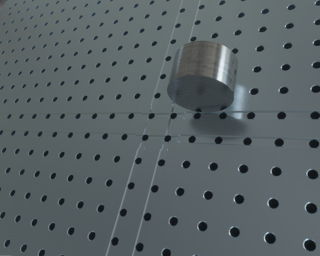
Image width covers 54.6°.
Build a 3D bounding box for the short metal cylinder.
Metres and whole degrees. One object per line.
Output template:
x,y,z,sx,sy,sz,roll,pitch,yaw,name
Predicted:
0.053,-0.061,0.383,0.080,0.080,0.050,-1,61,27,short metal cylinder
